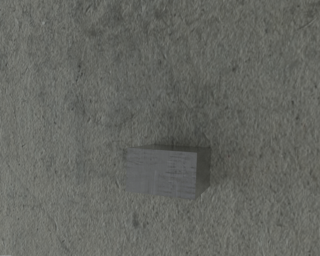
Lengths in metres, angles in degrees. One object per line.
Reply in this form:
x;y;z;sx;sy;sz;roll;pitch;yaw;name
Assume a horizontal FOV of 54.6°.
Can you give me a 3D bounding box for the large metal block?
0.014;0.049;0.375;0.080;0.080;0.050;3;91;20;large metal block
